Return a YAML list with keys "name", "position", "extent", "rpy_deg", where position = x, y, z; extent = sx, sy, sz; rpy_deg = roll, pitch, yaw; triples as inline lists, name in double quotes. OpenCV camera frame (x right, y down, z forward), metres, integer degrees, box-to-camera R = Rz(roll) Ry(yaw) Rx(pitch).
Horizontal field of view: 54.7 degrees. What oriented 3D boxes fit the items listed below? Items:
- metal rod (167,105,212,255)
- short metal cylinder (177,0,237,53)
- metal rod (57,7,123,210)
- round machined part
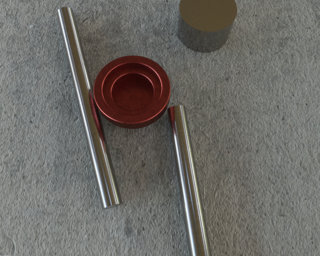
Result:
- name: "metal rod"
  position: [0.042, 0.114, 0.367]
  extent: [0.025, 0.025, 0.299]
  rpy_deg: [-7, 70, -3]
- name: "short metal cylinder"
  position: [0.067, -0.159, 0.454]
  extent: [0.081, 0.050, 0.080]
  rpy_deg: [0, 70, 0]
- name: "metal rod"
  position: [-0.100, -0.040, 0.421]
  extent: [0.025, 0.025, 0.299]
  rpy_deg: [-16, 71, -6]
- name: "round machined part"
  position: [-0.036, -0.044, 0.415]
  extent: [0.099, 0.042, 0.098]
  rpy_deg: [0, 70, -1]
